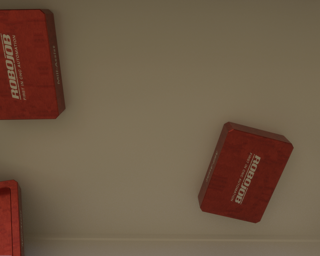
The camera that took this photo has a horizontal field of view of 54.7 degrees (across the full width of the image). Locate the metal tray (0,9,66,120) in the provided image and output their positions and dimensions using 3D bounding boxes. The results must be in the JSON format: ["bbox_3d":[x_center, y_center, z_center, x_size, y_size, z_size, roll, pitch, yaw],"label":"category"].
[{"bbox_3d":[-0.172,-0.076,0.379,0.091,0.030,0.129,-1,110,0],"label":"metal tray"}]

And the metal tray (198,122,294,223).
[{"bbox_3d":[0.116,0.064,0.433,0.091,0.030,0.129,14,109,-6],"label":"metal tray"}]

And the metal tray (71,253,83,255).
[{"bbox_3d":[-0.148,0.260,0.493,0.130,0.030,0.090,-32,108,21],"label":"metal tray"}]

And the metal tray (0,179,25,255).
[{"bbox_3d":[-0.227,0.138,0.398,0.091,0.130,0.030,-7,152,-18],"label":"metal tray"}]
